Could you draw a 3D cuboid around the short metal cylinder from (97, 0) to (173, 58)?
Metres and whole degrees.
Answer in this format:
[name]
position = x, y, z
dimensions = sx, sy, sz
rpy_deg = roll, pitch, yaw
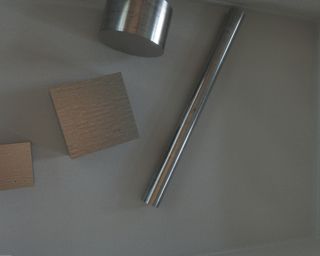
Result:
[short metal cylinder]
position = -0.029, -0.123, 0.371
dimensions = 0.081, 0.080, 0.050
rpy_deg = 14, 85, -20

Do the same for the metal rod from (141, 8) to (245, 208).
[metal rod]
position = 0.050, -0.034, 0.430
dimensions = 0.025, 0.025, 0.299
rpy_deg = 28, 81, -18

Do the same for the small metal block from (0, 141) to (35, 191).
[small metal block]
position = -0.170, 0.042, 0.348
dimensions = 0.050, 0.025, 0.050
rpy_deg = -5, 92, -20

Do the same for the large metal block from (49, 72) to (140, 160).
[large metal block]
position = -0.079, -0.015, 0.369
dimensions = 0.081, 0.050, 0.080
rpy_deg = -18, 96, -20
